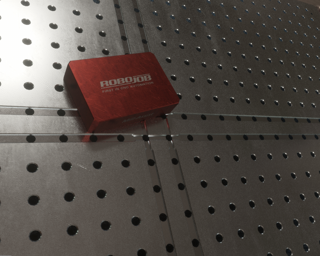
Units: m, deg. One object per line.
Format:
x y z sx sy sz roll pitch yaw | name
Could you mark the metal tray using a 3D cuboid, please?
-0.048 -0.052 0.412 0.131 0.030 0.090 -17 71 -35 | metal tray
